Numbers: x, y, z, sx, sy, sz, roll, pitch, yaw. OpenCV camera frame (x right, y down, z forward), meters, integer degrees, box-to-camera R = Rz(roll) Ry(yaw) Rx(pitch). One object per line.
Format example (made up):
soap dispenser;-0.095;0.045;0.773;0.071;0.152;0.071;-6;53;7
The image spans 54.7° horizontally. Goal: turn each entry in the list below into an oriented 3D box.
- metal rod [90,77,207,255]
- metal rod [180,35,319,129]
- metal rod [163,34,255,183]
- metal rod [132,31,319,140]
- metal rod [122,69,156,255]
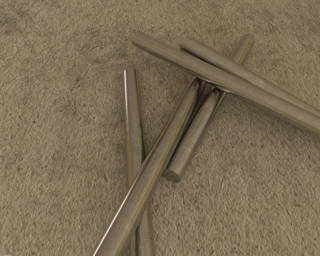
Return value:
metal rod;0.004;0.025;0.358;0.025;0.025;0.301;17;45;14
metal rod;0.154;-0.045;0.419;0.300;0.025;0.025;35;58;18
metal rod;0.081;-0.047;0.443;0.025;0.025;0.301;22;53;17
metal rod;0.082;-0.068;0.426;0.300;0.025;0.025;32;57;23
metal rod;-0.029;0.034;0.374;0.025;0.025;0.300;-4;50;-4
